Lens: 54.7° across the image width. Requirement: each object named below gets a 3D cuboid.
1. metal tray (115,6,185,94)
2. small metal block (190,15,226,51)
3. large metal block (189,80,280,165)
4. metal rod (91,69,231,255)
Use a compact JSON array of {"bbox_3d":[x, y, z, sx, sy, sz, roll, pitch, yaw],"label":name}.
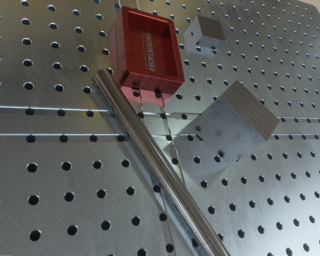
[{"bbox_3d":[-0.017,-0.119,0.469,0.091,0.030,0.130,7,59,-25],"label":"metal tray"},{"bbox_3d":[0.087,-0.173,0.563,0.050,0.025,0.050,6,59,-26],"label":"small metal block"},{"bbox_3d":[0.102,-0.006,0.434,0.080,0.080,0.050,45,51,2],"label":"large metal block"},{"bbox_3d":[0.003,0.052,0.379,0.025,0.025,0.299,-25,76,-37],"label":"metal rod"}]
